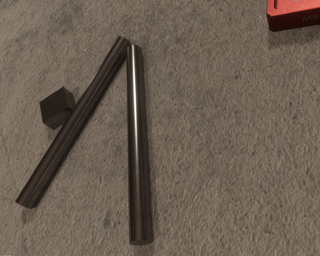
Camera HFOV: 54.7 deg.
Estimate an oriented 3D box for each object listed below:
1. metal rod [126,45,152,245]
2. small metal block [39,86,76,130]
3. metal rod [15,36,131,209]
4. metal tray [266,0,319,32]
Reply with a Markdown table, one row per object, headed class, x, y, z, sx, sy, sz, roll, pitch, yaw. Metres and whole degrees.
| class | x | y | z | sx | sy | sz | roll | pitch | yaw |
| --- | --- | --- | --- | --- | --- | --- | --- | --- | --- |
| metal rod | -0.031 | 0.000 | 0.418 | 0.025 | 0.025 | 0.299 | -17 | 55 | 18 |
| small metal block | -0.167 | -0.033 | 0.509 | 0.050 | 0.025 | 0.050 | -32 | 52 | 7 |
| metal rod | -0.126 | -0.019 | 0.479 | 0.025 | 0.025 | 0.300 | 16 | 69 | 34 |
| metal tray | 0.209 | -0.177 | 0.399 | 0.130 | 0.030 | 0.090 | -2 | 61 | 26 |
